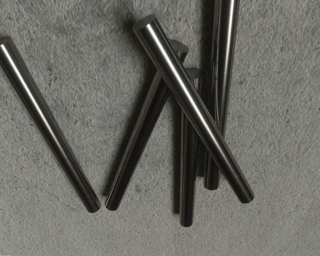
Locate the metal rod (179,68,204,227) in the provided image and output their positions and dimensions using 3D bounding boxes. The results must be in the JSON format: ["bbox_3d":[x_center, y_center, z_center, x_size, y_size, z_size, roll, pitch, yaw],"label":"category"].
[{"bbox_3d":[0.042,0.051,0.450,0.025,0.025,0.298,-1,130,1],"label":"metal rod"}]

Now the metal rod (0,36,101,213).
[{"bbox_3d":[-0.140,0.020,0.422,0.025,0.025,0.298,-9,130,7],"label":"metal rod"}]

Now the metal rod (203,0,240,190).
[{"bbox_3d":[0.072,-0.026,0.385,0.025,0.025,0.298,-2,130,2],"label":"metal rod"}]

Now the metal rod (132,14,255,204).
[{"bbox_3d":[0.056,0.001,0.374,0.025,0.025,0.300,-23,127,18],"label":"metal rod"}]

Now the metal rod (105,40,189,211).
[{"bbox_3d":[-0.030,0.019,0.423,0.025,0.025,0.298,15,129,-13],"label":"metal rod"}]
